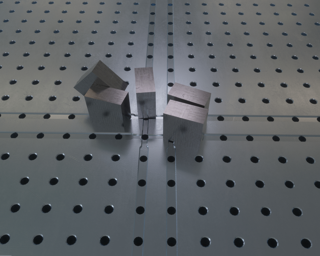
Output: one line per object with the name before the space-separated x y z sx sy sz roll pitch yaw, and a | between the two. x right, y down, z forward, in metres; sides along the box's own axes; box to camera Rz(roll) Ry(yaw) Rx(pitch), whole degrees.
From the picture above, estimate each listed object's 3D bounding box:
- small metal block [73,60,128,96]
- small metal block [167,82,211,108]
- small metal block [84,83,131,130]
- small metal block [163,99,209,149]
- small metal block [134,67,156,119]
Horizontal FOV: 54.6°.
small metal block | -0.081 -0.058 0.426 0.050 0.050 0.025 41 48 -23
small metal block | 0.038 -0.028 0.415 0.050 0.050 0.025 19 53 15
small metal block | -0.068 -0.028 0.415 0.050 0.050 0.025 14 52 11
small metal block | 0.032 -0.004 0.396 0.050 0.050 0.025 16 52 13
small metal block | -0.020 -0.049 0.433 0.025 0.050 0.050 -4 50 -3
